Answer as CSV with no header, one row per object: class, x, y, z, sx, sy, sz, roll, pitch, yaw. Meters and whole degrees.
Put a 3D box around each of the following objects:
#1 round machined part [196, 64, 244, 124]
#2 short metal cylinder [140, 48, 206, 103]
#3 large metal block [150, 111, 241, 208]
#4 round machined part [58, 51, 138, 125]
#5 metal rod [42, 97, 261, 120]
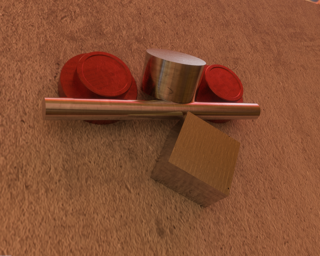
round machined part,0.088,-0.059,0.478,0.099,0.042,0.098,14,56,-21
short metal cylinder,0.016,-0.072,0.418,0.081,0.050,0.080,11,23,-4
large metal block,0.046,0.040,0.387,0.080,0.050,0.080,31,52,-9
round machined part,-0.074,-0.056,0.388,0.099,0.042,0.098,14,56,-21
metal rod,0.011,-0.023,0.398,0.303,0.025,0.025,-1,62,-29
